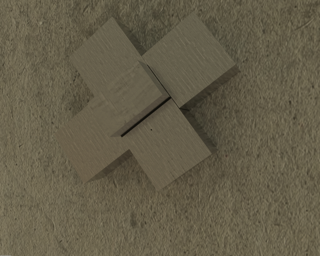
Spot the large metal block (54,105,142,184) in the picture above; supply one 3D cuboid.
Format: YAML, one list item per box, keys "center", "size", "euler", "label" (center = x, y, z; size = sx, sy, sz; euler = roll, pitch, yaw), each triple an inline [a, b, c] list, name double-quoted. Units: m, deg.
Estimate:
- center: [-0.082, 0.017, 0.424]
  size: [0.080, 0.050, 0.080]
  euler: [-38, 78, 15]
  label: "large metal block"

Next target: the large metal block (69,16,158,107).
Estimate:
- center: [-0.060, -0.085, 0.416]
  size: [0.080, 0.050, 0.080]
  euler: [-38, 78, 15]
  label: "large metal block"

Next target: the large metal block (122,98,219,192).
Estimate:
- center: [0.014, 0.020, 0.390]
  size: [0.080, 0.050, 0.080]
  euler: [-38, 78, 15]
  label: "large metal block"

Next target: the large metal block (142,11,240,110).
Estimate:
- center: [0.039, -0.079, 0.382]
  size: [0.080, 0.050, 0.080]
  euler: [-38, 78, 15]
  label: "large metal block"

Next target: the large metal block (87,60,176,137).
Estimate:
- center: [-0.028, -0.033, 0.390]
  size: [0.080, 0.080, 0.050]
  euler: [-38, 78, 16]
  label: "large metal block"
